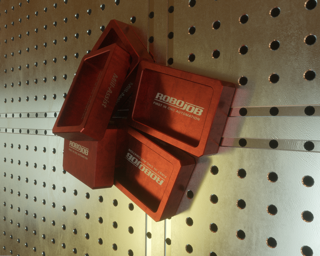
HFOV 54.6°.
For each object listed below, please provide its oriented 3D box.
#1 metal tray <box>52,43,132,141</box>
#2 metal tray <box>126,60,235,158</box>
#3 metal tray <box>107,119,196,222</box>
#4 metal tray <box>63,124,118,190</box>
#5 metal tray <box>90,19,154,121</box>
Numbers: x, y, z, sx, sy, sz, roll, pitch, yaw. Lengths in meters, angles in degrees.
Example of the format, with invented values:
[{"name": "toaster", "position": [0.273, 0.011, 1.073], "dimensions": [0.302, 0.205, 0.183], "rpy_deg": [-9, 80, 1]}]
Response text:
[{"name": "metal tray", "position": [-0.094, -0.047, 0.429], "dimensions": [0.090, 0.030, 0.130], "rpy_deg": [-2, 64, 47]}, {"name": "metal tray", "position": [0.020, -0.028, 0.389], "dimensions": [0.130, 0.030, 0.089], "rpy_deg": [23, 105, 37]}, {"name": "metal tray", "position": [-0.023, 0.053, 0.425], "dimensions": [0.130, 0.030, 0.089], "rpy_deg": [32, 110, 35]}, {"name": "metal tray", "position": [-0.112, 0.033, 0.478], "dimensions": [0.130, 0.030, 0.089], "rpy_deg": [12, 99, 54]}, {"name": "metal tray", "position": [-0.075, -0.084, 0.469], "dimensions": [0.129, 0.030, 0.090], "rpy_deg": [-47, 61, 30]}]
